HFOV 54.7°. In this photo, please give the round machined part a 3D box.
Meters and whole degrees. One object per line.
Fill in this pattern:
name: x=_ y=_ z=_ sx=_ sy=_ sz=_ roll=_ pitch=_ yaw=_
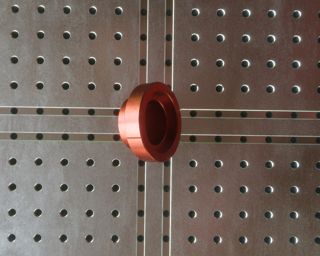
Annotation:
round machined part: x=-0.015 y=-0.006 z=0.385 sx=0.042 sy=0.099 sz=0.097 roll=-2 pitch=90 yaw=31
